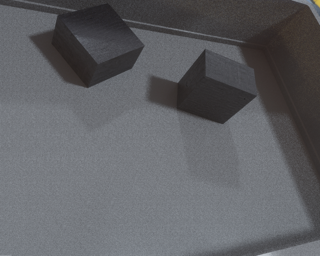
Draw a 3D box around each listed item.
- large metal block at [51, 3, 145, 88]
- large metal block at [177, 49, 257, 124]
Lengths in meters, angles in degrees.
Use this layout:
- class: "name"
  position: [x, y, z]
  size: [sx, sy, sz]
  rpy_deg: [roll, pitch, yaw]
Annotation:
- class: "large metal block"
  position: [-0.082, -0.111, 0.413]
  size: [0.081, 0.050, 0.080]
  rpy_deg: [-34, 81, -38]
- class: "large metal block"
  position: [0.079, -0.056, 0.447]
  size: [0.081, 0.080, 0.050]
  rpy_deg: [17, 55, -19]
